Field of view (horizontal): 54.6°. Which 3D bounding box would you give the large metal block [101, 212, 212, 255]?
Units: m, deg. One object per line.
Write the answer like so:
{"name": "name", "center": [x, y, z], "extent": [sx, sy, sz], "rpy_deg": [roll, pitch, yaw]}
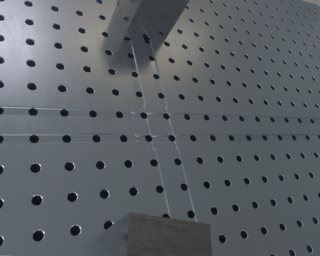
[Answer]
{"name": "large metal block", "center": [-0.007, 0.121, 0.295], "extent": [0.081, 0.080, 0.050], "rpy_deg": [15, 56, -20]}

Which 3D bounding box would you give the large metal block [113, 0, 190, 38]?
{"name": "large metal block", "center": [-0.015, -0.185, 0.477], "extent": [0.081, 0.080, 0.050], "rpy_deg": [-11, 67, -33]}
